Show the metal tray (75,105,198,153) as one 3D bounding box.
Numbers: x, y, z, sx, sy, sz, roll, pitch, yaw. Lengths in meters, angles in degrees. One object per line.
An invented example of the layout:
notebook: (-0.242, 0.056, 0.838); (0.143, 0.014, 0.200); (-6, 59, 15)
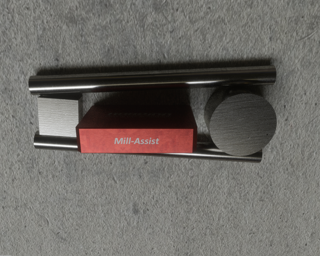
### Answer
metal tray: (-0.025, -0.002, 0.374); (0.131, 0.090, 0.030); (0, 110, 0)

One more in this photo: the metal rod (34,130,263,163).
metal rod: (-0.014, 0.026, 0.420); (0.302, 0.025, 0.025); (4, 110, -2)

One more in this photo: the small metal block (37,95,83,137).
small metal block: (-0.129, -0.017, 0.404); (0.050, 0.025, 0.050); (4, 110, -2)

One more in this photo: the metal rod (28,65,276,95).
metal rod: (-0.009, -0.060, 0.389); (0.302, 0.025, 0.025); (-2, 110, 0)

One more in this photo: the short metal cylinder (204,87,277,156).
short metal cylinder: (0.099, -0.011, 0.394); (0.081, 0.050, 0.079); (0, 110, 0)
